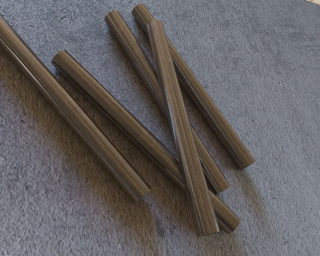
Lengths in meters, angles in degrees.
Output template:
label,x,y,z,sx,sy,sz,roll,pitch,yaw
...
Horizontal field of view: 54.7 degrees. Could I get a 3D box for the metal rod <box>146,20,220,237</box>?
label,x,y,z,sx,sy,sz,roll,pitch,yaw
metal rod,0.022,-0.019,0.392,0.025,0.025,0.299,2,61,-28

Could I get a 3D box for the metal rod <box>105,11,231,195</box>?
label,x,y,z,sx,sy,sz,roll,pitch,yaw
metal rod,0.004,-0.043,0.431,0.025,0.025,0.299,-21,73,-36

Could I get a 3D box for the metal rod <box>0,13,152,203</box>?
label,x,y,z,sx,sy,sz,roll,pitch,yaw
metal rod,-0.118,-0.035,0.361,0.300,0.025,0.025,48,51,6

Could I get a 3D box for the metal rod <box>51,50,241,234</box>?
label,x,y,z,sx,sy,sz,roll,pitch,yaw
metal rod,-0.019,0.016,0.383,0.300,0.025,0.025,44,51,2

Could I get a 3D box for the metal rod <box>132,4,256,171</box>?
label,x,y,z,sx,sy,sz,roll,pitch,yaw
metal rod,0.045,-0.069,0.469,0.025,0.025,0.299,-24,75,-36
